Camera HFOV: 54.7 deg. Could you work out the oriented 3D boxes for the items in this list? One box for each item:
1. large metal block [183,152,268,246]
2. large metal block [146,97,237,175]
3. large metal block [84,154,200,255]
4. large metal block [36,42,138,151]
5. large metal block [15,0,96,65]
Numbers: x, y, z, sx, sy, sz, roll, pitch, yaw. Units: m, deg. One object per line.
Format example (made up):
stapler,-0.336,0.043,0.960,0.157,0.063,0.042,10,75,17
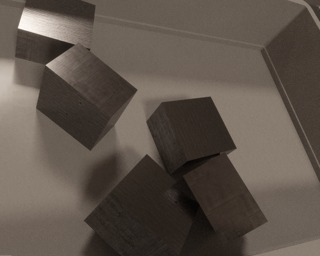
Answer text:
large metal block,0.071,0.076,0.353,0.050,0.080,0.080,-31,79,3
large metal block,0.040,0.009,0.407,0.081,0.050,0.080,-10,67,-33
large metal block,-0.014,0.085,0.315,0.080,0.050,0.080,43,29,1
large metal block,-0.084,-0.032,0.346,0.080,0.080,0.050,39,51,-2
large metal block,-0.132,-0.125,0.396,0.081,0.050,0.080,12,57,-22
